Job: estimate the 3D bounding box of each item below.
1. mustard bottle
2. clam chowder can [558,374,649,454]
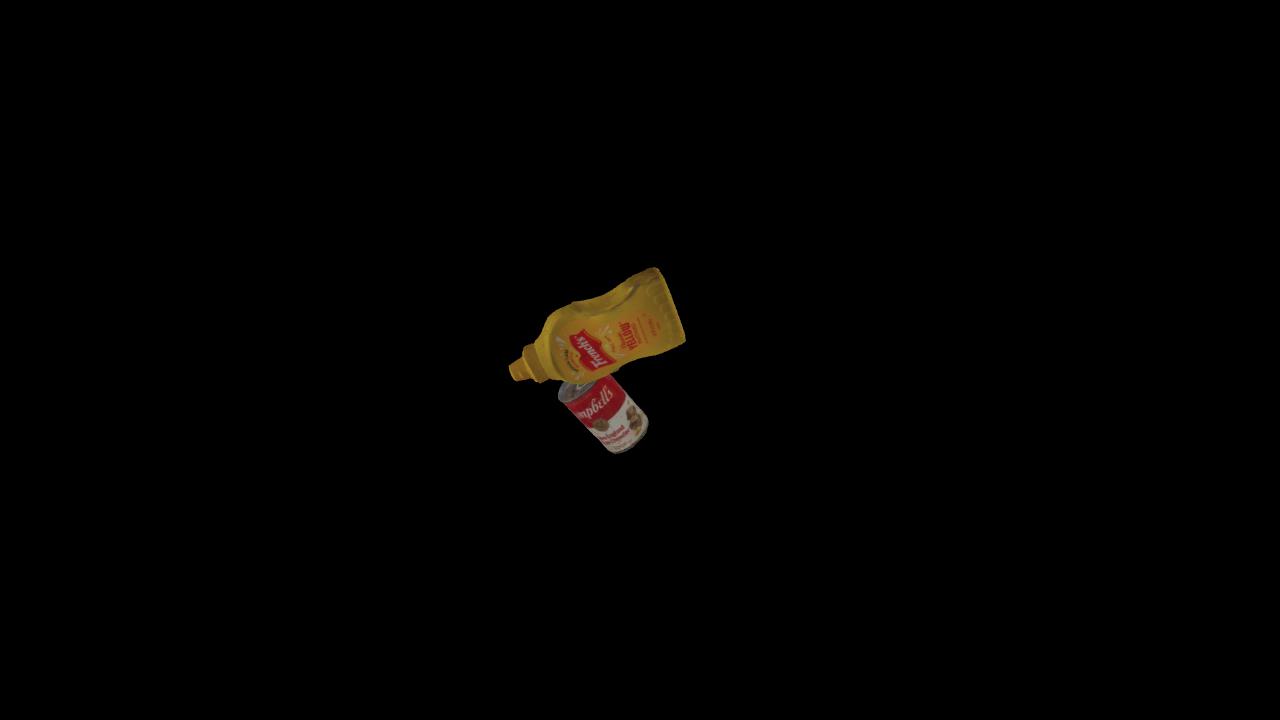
[{"bbox_3d":[-0.050,-0.022,0.638,0.184,0.092,0.054,-23,41,0],"label":"mustard bottle"},{"bbox_3d":[-0.044,0.059,0.760,0.068,0.068,0.102,0,-43,52],"label":"clam chowder can"}]
